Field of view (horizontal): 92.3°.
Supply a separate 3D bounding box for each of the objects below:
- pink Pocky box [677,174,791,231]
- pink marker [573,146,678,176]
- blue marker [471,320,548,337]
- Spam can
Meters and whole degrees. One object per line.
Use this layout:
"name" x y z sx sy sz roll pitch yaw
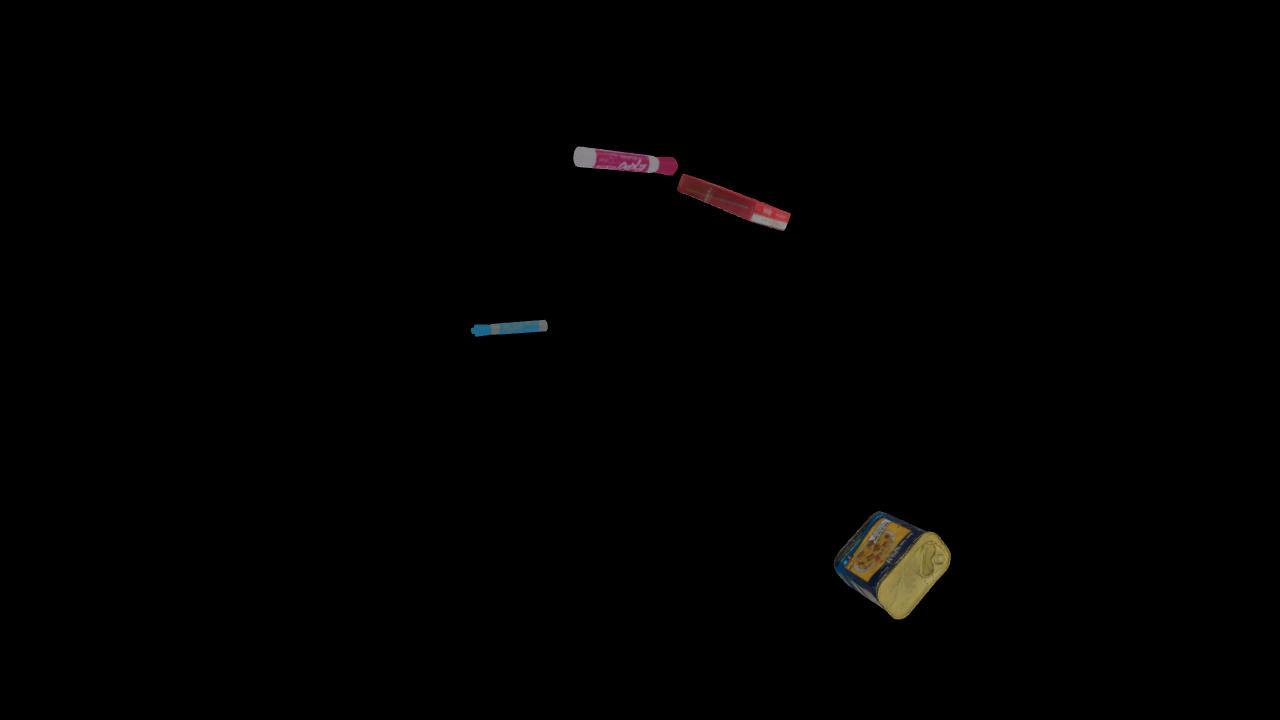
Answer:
"pink Pocky box" 0.133 -0.229 0.889 0.084 0.029 0.155 3 25 -43
"pink marker" -0.010 -0.199 0.618 0.121 0.020 0.020 -8 5 -36
"blue marker" -0.204 -0.050 0.967 0.121 0.020 0.020 -7 3 -31
"Spam can" 0.287 0.232 0.710 0.101 0.058 0.085 -43 16 -11
